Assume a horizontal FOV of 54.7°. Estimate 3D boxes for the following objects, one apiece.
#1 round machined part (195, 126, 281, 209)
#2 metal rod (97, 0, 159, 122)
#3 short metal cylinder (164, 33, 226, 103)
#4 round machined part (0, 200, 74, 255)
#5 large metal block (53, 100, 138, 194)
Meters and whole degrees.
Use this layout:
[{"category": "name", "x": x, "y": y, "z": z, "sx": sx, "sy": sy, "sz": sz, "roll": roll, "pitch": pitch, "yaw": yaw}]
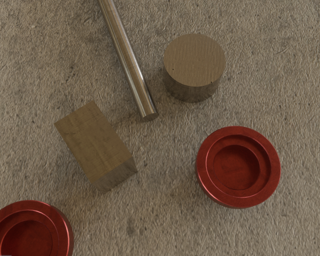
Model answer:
[{"category": "round machined part", "x": 0.092, "y": 0.050, "z": 0.381, "sx": 0.099, "sy": 0.042, "sz": 0.098, "roll": 0, "pitch": 70, "yaw": 0}, {"category": "metal rod", "x": -0.064, "y": -0.146, "z": 0.460, "sx": 0.025, "sy": 0.025, "sz": 0.299, "roll": -19, "pitch": 71, "yaw": -7}, {"category": "short metal cylinder", "x": 0.045, "y": -0.081, "z": 0.425, "sx": 0.081, "sy": 0.050, "sz": 0.080, "roll": 0, "pitch": 70, "yaw": 0}, {"category": "round machined part", "x": -0.146, "y": 0.133, "z": 0.349, "sx": 0.099, "sy": 0.042, "sz": 0.098, "roll": 0, "pitch": 70, "yaw": 0}, {"category": "large metal block", "x": -0.072, "y": 0.026, "z": 0.369, "sx": 0.050, "sy": 0.080, "sz": 0.080, "roll": -34, "pitch": 74, "yaw": -11}]
